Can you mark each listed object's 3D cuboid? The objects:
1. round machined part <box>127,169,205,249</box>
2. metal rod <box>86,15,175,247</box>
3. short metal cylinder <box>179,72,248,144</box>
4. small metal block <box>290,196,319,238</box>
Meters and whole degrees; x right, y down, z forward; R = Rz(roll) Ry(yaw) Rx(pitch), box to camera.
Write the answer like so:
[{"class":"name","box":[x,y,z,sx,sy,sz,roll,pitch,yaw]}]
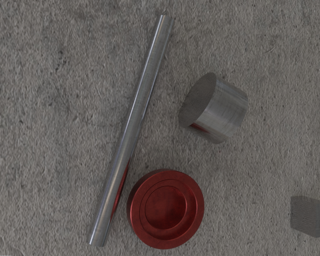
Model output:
[{"class":"round machined part","box":[0.004,0.101,0.402,0.099,0.042,0.097,0,90,-20]},{"class":"metal rod","box":[-0.035,-0.001,0.395,0.025,0.025,0.299,19,84,-19]},{"class":"short metal cylinder","box":[0.068,-0.025,0.405,0.050,0.080,0.080,28,81,-18]},{"class":"small metal block","box":[0.232,0.136,0.481,0.025,0.050,0.050,1,90,-20]}]
